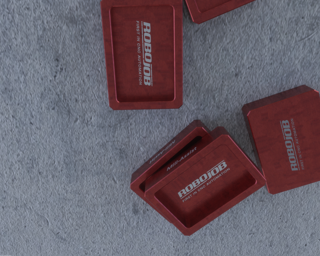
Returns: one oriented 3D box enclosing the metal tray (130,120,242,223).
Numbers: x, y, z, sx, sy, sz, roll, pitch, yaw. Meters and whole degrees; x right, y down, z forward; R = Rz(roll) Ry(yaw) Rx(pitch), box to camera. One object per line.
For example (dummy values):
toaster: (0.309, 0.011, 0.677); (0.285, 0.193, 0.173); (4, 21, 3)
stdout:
metal tray: (0.035, 0.063, 0.430); (0.130, 0.030, 0.090); (-42, 105, 14)

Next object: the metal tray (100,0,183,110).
metal tray: (-0.019, -0.088, 0.374); (0.091, 0.030, 0.129); (-2, 110, 0)

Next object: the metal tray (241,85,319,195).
metal tray: (0.172, 0.018, 0.415); (0.090, 0.030, 0.129); (-19, 109, 6)

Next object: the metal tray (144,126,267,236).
metal tray: (0.056, 0.071, 0.400); (0.130, 0.030, 0.090); (-39, 106, 13)

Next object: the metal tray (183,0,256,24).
metal tray: (0.056, -0.192, 0.336); (0.090, 0.030, 0.129); (-22, 109, 7)
